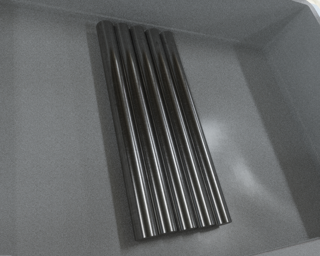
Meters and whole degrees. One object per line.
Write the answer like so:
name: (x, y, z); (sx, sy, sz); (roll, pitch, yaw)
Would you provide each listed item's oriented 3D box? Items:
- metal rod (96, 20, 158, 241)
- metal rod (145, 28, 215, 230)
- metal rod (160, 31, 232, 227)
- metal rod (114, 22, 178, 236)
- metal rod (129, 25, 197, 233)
metal rod: (-0.047, -0.016, 0.388); (0.025, 0.025, 0.299); (0, 62, -28)
metal rod: (0.019, -0.016, 0.424); (0.025, 0.025, 0.299); (0, 62, -28)
metal rod: (0.042, -0.015, 0.436); (0.025, 0.025, 0.299); (0, 62, -28)
metal rod: (-0.026, -0.017, 0.400); (0.025, 0.025, 0.299); (0, 62, -28)
metal rod: (-0.004, -0.016, 0.412); (0.025, 0.025, 0.299); (0, 62, -28)
